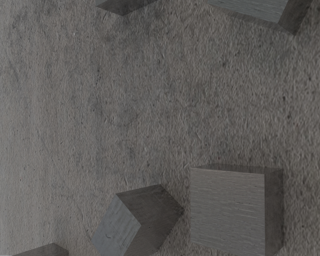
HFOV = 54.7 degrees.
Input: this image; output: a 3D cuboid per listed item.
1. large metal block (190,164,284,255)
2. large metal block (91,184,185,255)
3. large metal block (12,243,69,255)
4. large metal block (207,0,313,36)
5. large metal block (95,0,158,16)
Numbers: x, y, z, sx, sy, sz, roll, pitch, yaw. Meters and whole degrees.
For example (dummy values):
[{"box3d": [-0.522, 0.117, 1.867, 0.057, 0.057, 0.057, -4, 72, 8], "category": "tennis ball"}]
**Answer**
[{"box3d": [0.080, 0.082, 0.323, 0.080, 0.050, 0.080, 0, 90, 40], "category": "large metal block"}, {"box3d": [-0.027, 0.123, 0.392, 0.050, 0.081, 0.080, 42, 116, 32], "category": "large metal block"}, {"box3d": [-0.211, 0.260, 0.544, 0.050, 0.081, 0.079, 4, 93, 40], "category": "large metal block"}, {"box3d": [0.106, -0.145, 0.301, 0.080, 0.050, 0.079, 34, 111, 35], "category": "large metal block"}, {"box3d": [-0.045, -0.212, 0.426, 0.080, 0.050, 0.080, -6, 86, 40], "category": "large metal block"}]
